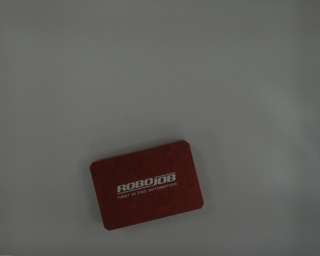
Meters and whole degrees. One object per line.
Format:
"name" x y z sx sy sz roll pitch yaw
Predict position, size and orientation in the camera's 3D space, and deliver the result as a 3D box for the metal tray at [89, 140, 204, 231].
"metal tray" -0.017 0.073 0.409 0.131 0.030 0.090 -14 90 0
